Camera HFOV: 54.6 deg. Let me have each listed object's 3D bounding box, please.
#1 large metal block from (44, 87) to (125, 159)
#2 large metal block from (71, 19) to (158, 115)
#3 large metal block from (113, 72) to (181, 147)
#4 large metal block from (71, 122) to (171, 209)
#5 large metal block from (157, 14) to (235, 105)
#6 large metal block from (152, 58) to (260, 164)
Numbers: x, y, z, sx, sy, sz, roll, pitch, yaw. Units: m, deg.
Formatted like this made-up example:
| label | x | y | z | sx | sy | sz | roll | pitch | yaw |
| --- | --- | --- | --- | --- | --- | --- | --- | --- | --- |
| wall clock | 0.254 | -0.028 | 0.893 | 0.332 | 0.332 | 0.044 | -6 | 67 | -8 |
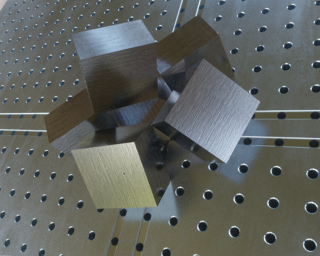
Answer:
| label | x | y | z | sx | sy | sz | roll | pitch | yaw |
| --- | --- | --- | --- | --- | --- | --- | --- | --- | --- |
| large metal block | -0.095 | 0.000 | 0.423 | 0.080 | 0.080 | 0.050 | -33 | 52 | 6 |
| large metal block | -0.050 | -0.070 | 0.362 | 0.081 | 0.080 | 0.050 | -17 | 51 | -13 |
| large metal block | -0.014 | -0.021 | 0.415 | 0.080 | 0.050 | 0.080 | -34 | 51 | 6 |
| large metal block | -0.042 | 0.045 | 0.360 | 0.080 | 0.080 | 0.050 | -8 | 22 | 24 |
| large metal block | 0.041 | -0.083 | 0.403 | 0.080 | 0.080 | 0.050 | -34 | 52 | 6 |
| large metal block | 0.050 | -0.016 | 0.348 | 0.080 | 0.080 | 0.050 | -58 | 12 | -13 |
